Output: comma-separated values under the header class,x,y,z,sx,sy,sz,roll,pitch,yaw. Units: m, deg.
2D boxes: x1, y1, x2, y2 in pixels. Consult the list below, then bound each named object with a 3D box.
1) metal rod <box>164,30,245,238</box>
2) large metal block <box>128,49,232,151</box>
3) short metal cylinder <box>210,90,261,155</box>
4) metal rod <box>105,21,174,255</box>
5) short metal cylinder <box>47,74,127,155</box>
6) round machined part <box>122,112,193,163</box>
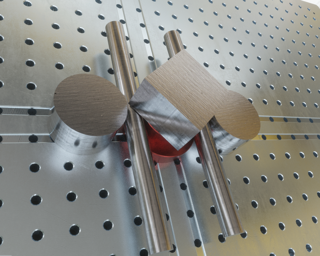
class,x,y,z,sx,sy,sz,roll,pitch,yaw
metal rod,0.051,-0.010,0.415,0.025,0.025,0.299,0,62,-28
large metal block,0.025,-0.035,0.366,0.080,0.050,0.080,44,51,2
short metal cylinder,0.096,-0.008,0.448,0.081,0.050,0.080,14,56,-21
metal rod,-0.031,-0.009,0.369,0.025,0.025,0.299,0,62,-28
short metal cylinder,-0.084,-0.015,0.356,0.081,0.050,0.080,14,56,-21
round machined part,0.003,-0.007,0.404,0.099,0.042,0.098,14,56,-21
